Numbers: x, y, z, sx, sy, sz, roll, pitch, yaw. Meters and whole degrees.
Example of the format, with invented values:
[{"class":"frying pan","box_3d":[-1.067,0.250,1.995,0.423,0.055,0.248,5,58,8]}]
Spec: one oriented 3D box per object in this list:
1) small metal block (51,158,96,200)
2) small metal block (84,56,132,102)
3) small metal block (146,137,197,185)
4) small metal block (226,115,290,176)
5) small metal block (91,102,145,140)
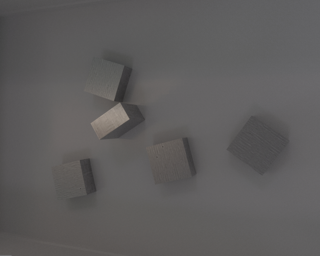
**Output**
[{"class":"small metal block","box_3d":[-0.127,0.075,0.455,0.050,0.025,0.050,-14,85,19]},{"class":"small metal block","box_3d":[-0.073,-0.068,0.436,0.050,0.025,0.050,20,97,19]},{"class":"small metal block","box_3d":[0.015,0.043,0.405,0.050,0.025,0.050,-16,85,19]},{"class":"small metal block","box_3d":[0.116,0.020,0.369,0.050,0.025,0.050,37,102,16]},{"class":"small metal block","box_3d":[-0.055,-0.009,0.417,0.050,0.050,0.025,-33,79,17]}]
